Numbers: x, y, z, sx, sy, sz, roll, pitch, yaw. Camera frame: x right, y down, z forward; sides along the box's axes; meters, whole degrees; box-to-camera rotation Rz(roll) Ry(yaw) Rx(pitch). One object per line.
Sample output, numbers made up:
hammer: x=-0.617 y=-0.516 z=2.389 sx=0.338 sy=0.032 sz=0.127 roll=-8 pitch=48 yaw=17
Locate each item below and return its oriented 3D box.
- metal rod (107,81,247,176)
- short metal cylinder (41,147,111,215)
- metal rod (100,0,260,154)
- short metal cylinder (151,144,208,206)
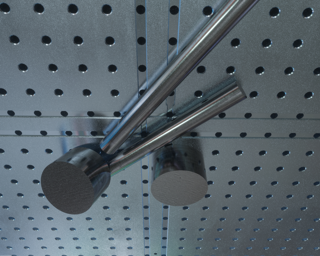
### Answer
metal rod: x=-0.019 y=0.025 z=0.432 sx=0.300 sy=0.025 sz=0.025 roll=-32 pitch=124 yaw=24
short metal cylinder: x=-0.117 y=0.073 z=0.436 sx=0.080 sy=0.050 sz=0.079 roll=5 pitch=110 yaw=15
metal rod: x=0.018 y=-0.064 z=0.357 sx=0.025 sy=0.025 sz=0.299 roll=30 pitch=124 yaw=-23
short metal cylinder: x=0.027 y=0.070 z=0.455 sx=0.081 sy=0.050 sz=0.079 roll=0 pitch=130 yaw=0
